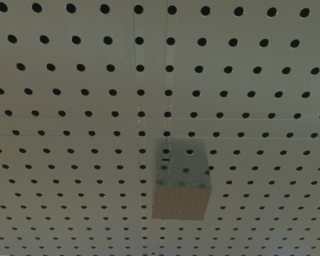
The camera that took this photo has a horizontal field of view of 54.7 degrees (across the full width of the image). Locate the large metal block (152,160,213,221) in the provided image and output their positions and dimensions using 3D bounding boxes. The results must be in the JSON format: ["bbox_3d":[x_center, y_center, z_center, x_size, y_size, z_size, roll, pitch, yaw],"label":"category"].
[{"bbox_3d":[0.031,0.098,0.479,0.081,0.050,0.079,3,130,-4],"label":"large metal block"}]
